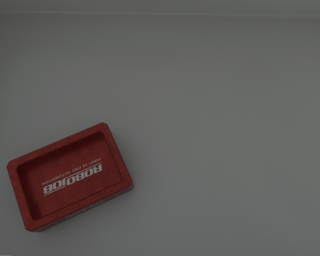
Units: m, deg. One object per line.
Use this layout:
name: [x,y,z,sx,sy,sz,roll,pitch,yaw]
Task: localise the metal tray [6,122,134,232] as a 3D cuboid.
metal tray: [-0.109,0.059,0.384,0.131,0.030,0.090,-24,72,-9]
